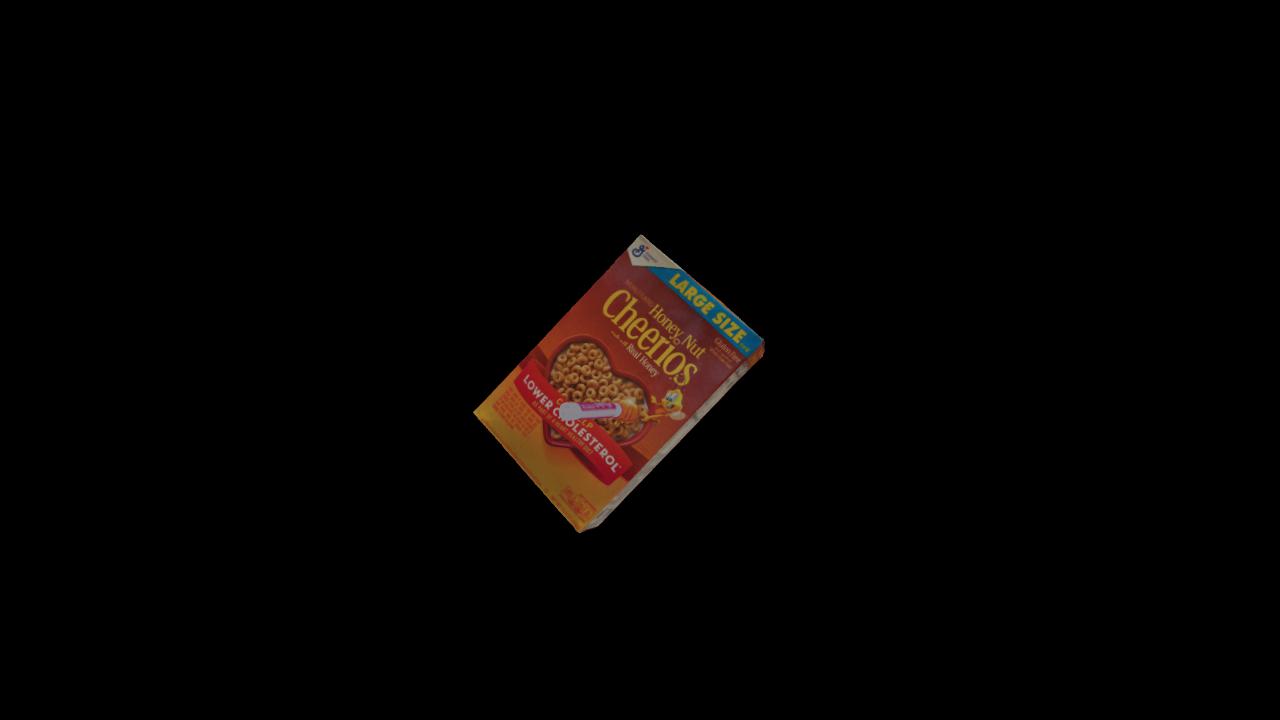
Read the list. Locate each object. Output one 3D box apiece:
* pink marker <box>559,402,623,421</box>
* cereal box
[{"bbox_3d":[-0.043,0.055,0.673,0.020,0.020,0.121,0,-3,32],"label":"pink marker"},{"bbox_3d":[-0.026,0.026,0.745,0.203,0.306,0.081,45,3,17],"label":"cereal box"}]
